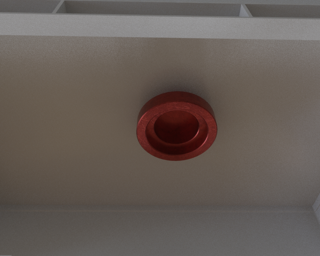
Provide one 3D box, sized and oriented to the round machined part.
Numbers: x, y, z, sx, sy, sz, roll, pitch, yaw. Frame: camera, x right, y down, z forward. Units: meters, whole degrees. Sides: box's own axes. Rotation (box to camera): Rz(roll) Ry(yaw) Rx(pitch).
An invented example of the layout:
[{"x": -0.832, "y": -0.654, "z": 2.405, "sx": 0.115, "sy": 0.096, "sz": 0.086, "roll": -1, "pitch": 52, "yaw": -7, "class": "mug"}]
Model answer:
[{"x": 0.021, "y": -0.007, "z": 0.393, "sx": 0.099, "sy": 0.042, "sz": 0.097, "roll": -1, "pitch": 130, "yaw": 0, "class": "round machined part"}]
